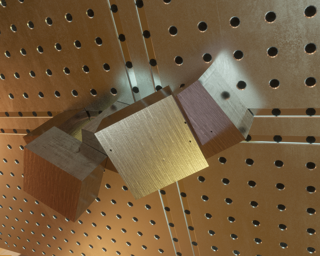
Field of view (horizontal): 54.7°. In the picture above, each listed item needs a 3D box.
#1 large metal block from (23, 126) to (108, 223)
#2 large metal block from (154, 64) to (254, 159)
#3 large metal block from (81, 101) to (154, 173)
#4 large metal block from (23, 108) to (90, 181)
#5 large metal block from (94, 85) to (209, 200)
[{"bbox_3d":[-0.120,0.058,0.387,0.080,0.050,0.079,28,128,11],"label":"large metal block"},{"bbox_3d":[0.048,-0.013,0.361,0.080,0.050,0.080,-34,100,38],"label":"large metal block"},{"bbox_3d":[-0.043,0.013,0.404,0.080,0.080,0.050,17,125,18],"label":"large metal block"},{"bbox_3d":[-0.139,0.026,0.462,0.050,0.080,0.080,-6,115,31],"label":"large metal block"},{"bbox_3d":[-0.007,0.014,0.317,0.080,0.050,0.080,-27,106,7],"label":"large metal block"}]
